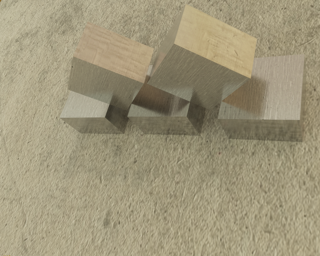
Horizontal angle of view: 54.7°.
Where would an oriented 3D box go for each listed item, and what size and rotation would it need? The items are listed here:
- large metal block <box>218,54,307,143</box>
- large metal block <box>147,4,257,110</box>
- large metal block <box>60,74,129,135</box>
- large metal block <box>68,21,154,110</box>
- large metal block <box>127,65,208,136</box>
[{"bbox_3d":[0.117,-0.032,0.347,0.080,0.050,0.080,2,62,28],"label":"large metal block"},{"bbox_3d":[0.042,-0.070,0.329,0.080,0.080,0.050,137,152,-62],"label":"large metal block"},{"bbox_3d":[-0.088,-0.038,0.457,0.080,0.050,0.080,0,62,28],"label":"large metal block"},{"bbox_3d":[-0.063,-0.072,0.381,0.080,0.080,0.050,19,65,-13],"label":"large metal block"},{"bbox_3d":[0.015,-0.037,0.404,0.080,0.050,0.080,1,62,28],"label":"large metal block"}]
